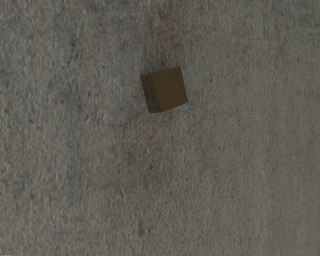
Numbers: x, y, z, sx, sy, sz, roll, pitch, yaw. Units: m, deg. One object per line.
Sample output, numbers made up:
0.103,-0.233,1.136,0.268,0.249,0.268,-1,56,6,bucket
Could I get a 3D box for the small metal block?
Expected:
0.006,-0.051,0.409,0.050,0.025,0.050,-23,104,-38,small metal block
